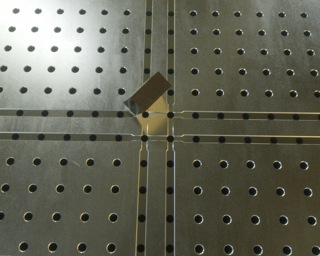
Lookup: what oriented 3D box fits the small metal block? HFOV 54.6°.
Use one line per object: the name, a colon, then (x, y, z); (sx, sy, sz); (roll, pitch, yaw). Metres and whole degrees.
small metal block: (-0.018, -0.045, 0.412); (0.050, 0.050, 0.025); (-45, 101, -15)
